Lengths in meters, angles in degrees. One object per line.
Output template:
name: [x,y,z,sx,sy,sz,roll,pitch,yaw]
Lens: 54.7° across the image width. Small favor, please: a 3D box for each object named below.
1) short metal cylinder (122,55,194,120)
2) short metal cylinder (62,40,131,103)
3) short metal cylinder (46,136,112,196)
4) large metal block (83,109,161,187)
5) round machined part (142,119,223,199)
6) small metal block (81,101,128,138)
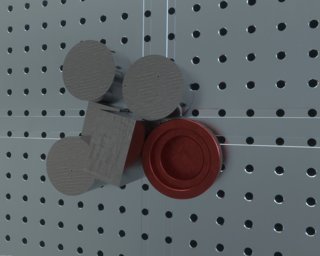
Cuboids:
short metal cylinder: [-0.001,-0.049,0.399,0.080,0.050,0.080,0,90,20]
short metal cylinder: [-0.086,-0.076,0.429,0.080,0.050,0.080,0,90,20]
short metal cylinder: [-0.111,0.051,0.438,0.080,0.050,0.080,0,90,20]
large metal block: [-0.046,0.023,0.396,0.050,0.080,0.080,17,96,19]
round machined part: [0.030,0.037,0.393,0.098,0.042,0.097,0,90,20]
small metal block: [-0.079,-0.008,0.440,0.050,0.025,0.050,16,95,19]
